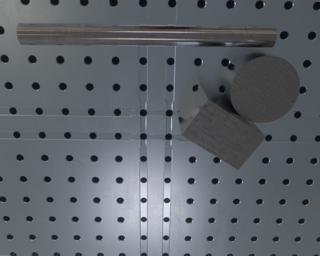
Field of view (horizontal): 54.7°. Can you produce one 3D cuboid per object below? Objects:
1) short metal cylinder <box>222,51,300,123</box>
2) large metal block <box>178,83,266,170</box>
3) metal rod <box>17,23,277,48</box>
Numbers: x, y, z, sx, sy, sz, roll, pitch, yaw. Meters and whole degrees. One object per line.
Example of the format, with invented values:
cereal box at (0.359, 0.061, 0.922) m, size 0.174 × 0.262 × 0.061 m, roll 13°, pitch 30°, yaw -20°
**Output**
short metal cylinder at (0.122, -0.052, 0.382) m, size 0.081 × 0.050 × 0.079 m, roll 0°, pitch 110°, yaw 0°
large metal block at (0.071, -0.005, 0.383) m, size 0.080 × 0.080 × 0.050 m, roll 32°, pitch 107°, yaw -11°
metal rod at (-0.015, -0.111, 0.372) m, size 0.302 × 0.025 × 0.025 m, roll 0°, pitch 110°, yaw -1°
